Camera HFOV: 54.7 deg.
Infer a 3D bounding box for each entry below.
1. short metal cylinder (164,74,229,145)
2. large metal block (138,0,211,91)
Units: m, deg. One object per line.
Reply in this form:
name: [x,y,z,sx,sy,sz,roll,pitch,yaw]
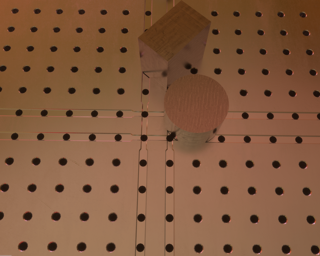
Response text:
short metal cylinder: [0.045,-0.023,0.407,0.081,0.050,0.080,0,70,0]
large metal block: [0.019,-0.109,0.422,0.050,0.080,0.080,41,75,13]
